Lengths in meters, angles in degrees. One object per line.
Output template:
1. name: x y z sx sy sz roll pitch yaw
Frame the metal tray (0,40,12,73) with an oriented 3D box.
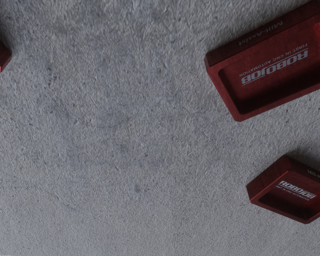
1. metal tray: -0.232 -0.103 0.313 0.090 0.030 0.130 -18 128 14

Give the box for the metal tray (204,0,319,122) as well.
1. metal tray: 0.127 -0.069 0.346 0.130 0.030 0.090 -24 126 19

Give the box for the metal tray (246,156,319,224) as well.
1. metal tray: 0.217 0.102 0.492 0.131 0.030 0.089 24 126 -20
